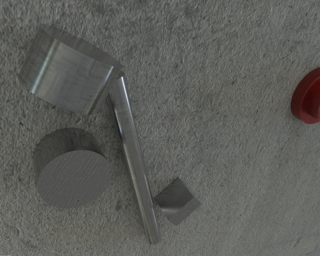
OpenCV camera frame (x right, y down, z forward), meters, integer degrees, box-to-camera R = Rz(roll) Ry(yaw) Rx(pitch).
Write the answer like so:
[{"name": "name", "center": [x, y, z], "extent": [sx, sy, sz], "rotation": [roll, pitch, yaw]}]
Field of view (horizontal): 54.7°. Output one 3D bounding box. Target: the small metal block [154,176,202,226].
[{"name": "small metal block", "center": [0.026, 0.112, 0.474], "extent": [0.050, 0.050, 0.025], "rotation": [-42, 130, 0]}]

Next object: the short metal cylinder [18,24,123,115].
[{"name": "short metal cylinder", "center": [-0.083, -0.055, 0.292], "extent": [0.080, 0.080, 0.050], "rotation": [19, 108, -36]}]

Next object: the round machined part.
[{"name": "round machined part", "center": [0.271, -0.049, 0.514], "extent": [0.099, 0.042, 0.097], "rotation": [-14, 124, -21]}]

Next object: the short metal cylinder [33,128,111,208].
[{"name": "short metal cylinder", "center": [-0.104, 0.046, 0.363], "extent": [0.081, 0.050, 0.079], "rotation": [-14, 124, -21]}]

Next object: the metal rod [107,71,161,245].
[{"name": "metal rod", "center": [-0.031, 0.062, 0.428], "extent": [0.025, 0.025, 0.298], "rotation": [-21, 127, -16]}]
